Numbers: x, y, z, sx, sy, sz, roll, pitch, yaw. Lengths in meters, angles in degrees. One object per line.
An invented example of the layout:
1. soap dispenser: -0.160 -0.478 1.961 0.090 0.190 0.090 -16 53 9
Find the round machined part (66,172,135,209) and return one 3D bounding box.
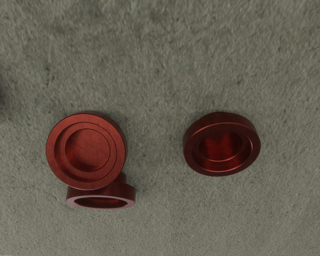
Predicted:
1. round machined part: -0.085 0.089 0.456 0.099 0.042 0.098 0 154 0

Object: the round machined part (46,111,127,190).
1. round machined part: -0.090 0.026 0.399 0.099 0.042 0.097 0 100 1

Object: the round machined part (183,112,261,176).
1. round machined part: 0.079 0.017 0.412 0.099 0.042 0.097 -1 130 0
